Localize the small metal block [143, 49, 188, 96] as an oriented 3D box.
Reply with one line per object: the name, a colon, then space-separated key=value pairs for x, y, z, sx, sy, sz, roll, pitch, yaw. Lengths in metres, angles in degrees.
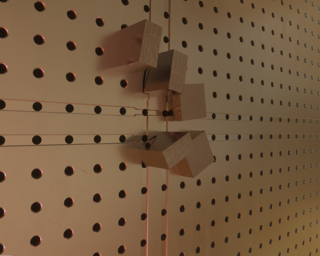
small metal block: x=0.007 y=-0.069 z=0.400 sx=0.025 sy=0.050 sz=0.050 roll=13 pitch=82 yaw=-40

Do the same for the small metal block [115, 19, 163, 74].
small metal block: x=-0.026 y=-0.096 z=0.372 sx=0.025 sy=0.050 sz=0.050 roll=14 pitch=81 yaw=-40

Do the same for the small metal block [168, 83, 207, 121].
small metal block: x=0.039 y=-0.037 z=0.444 sx=0.050 sy=0.025 sz=0.050 roll=-9 pitch=96 yaw=-40

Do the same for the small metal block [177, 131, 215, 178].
small metal block: x=0.048 y=0.037 z=0.452 sx=0.050 sy=0.025 sz=0.050 roll=-32 pitch=110 yaw=-35

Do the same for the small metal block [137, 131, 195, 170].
small metal block: x=0.008 y=0.027 z=0.402 sx=0.050 sy=0.050 sz=0.025 roll=-34 pitch=112 yaw=-35
